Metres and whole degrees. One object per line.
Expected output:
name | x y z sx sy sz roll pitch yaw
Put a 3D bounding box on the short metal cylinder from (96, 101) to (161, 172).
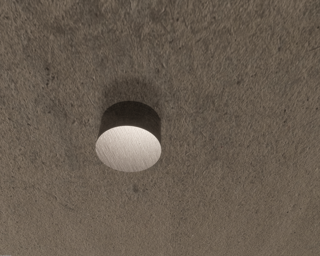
short metal cylinder | -0.039 0.012 0.400 0.081 0.050 0.079 0 130 0
